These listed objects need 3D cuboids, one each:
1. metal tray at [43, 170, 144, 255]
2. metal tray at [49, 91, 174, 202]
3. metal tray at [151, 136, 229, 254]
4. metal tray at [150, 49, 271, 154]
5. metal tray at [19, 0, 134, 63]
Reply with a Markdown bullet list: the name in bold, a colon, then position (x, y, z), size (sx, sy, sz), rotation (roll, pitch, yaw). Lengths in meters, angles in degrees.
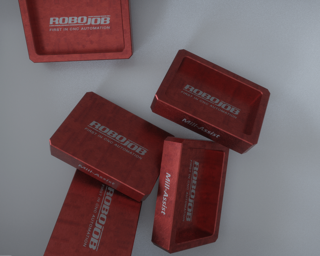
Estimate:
- **metal tray**: position (-0.072, 0.111, 0.371), size (0.091, 0.030, 0.130), rotation (12, 51, -1)
- **metal tray**: position (-0.056, 0.021, 0.386), size (0.130, 0.030, 0.090), rotation (28, 57, -1)
- **metal tray**: position (0.040, 0.079, 0.383), size (0.091, 0.030, 0.129), rotation (7, 90, -42)
- **metal tray**: position (0.065, -0.035, 0.389), size (0.131, 0.030, 0.090), rotation (26, 59, -1)
- **metal tray**: position (-0.102, -0.132, 0.392), size (0.131, 0.030, 0.089), rotation (-3, 111, -1)
